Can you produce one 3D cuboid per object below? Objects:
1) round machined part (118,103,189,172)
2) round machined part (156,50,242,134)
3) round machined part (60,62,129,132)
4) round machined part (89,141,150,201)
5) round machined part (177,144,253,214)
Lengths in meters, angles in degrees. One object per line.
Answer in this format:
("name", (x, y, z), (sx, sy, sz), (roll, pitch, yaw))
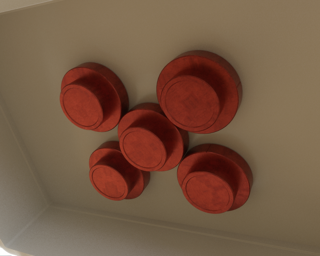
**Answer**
("round machined part", (-0.014, 0.019, 0.413), (0.098, 0.042, 0.097), (13, 124, 20))
("round machined part", (0.040, -0.035, 0.352), (0.098, 0.042, 0.097), (13, 124, 20))
("round machined part", (-0.096, -0.036, 0.422), (0.098, 0.042, 0.097), (13, 124, 20))
("round machined part", (-0.068, 0.072, 0.475), (0.098, 0.042, 0.097), (13, 124, 20))
("round machined part", (0.067, 0.072, 0.404), (0.098, 0.042, 0.097), (13, 124, 20))
